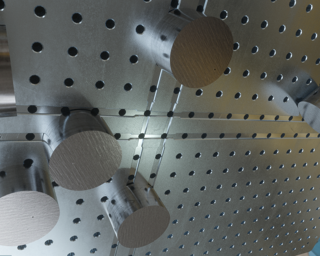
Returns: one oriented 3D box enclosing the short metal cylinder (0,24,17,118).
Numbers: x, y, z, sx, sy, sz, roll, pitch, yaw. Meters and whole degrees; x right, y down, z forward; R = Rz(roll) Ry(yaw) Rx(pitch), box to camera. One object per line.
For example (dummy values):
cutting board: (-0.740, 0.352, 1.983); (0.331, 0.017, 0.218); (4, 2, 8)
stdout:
short metal cylinder: (-0.154, -0.047, 0.262); (0.050, 0.080, 0.079); (-7, 122, -25)

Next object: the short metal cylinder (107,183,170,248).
short metal cylinder: (-0.032, 0.129, 0.457); (0.081, 0.050, 0.079); (-14, 124, -21)

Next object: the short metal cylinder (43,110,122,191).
short metal cylinder: (-0.091, 0.026, 0.361); (0.081, 0.050, 0.079); (-14, 124, -21)

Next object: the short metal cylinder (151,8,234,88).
short metal cylinder: (0.036, -0.092, 0.358); (0.081, 0.050, 0.079); (-14, 124, -21)

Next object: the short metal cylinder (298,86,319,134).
short metal cylinder: (0.278, -0.029, 0.509); (0.050, 0.080, 0.080); (-40, 130, -1)

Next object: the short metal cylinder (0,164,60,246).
short metal cylinder: (-0.163, 0.089, 0.361); (0.081, 0.050, 0.079); (-14, 124, -21)
